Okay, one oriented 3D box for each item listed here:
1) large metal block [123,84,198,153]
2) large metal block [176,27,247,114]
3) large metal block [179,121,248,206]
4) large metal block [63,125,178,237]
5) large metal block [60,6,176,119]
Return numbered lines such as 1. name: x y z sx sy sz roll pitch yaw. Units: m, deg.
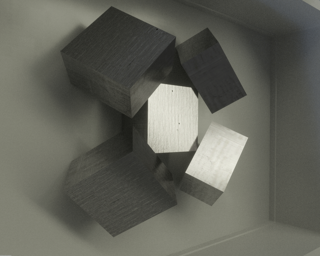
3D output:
1. large metal block: 0.001 -0.011 0.388 0.081 0.050 0.080 1 90 -40
2. large metal block: 0.067 -0.079 0.417 0.080 0.050 0.080 54 16 -26
3. large metal block: 0.070 0.050 0.419 0.080 0.050 0.080 -59 169 -24
4. large metal block: -0.039 0.057 0.329 0.080 0.050 0.080 -30 118 12
5. large metal block: -0.040 -0.070 0.324 0.080 0.080 0.050 -53 165 -27
